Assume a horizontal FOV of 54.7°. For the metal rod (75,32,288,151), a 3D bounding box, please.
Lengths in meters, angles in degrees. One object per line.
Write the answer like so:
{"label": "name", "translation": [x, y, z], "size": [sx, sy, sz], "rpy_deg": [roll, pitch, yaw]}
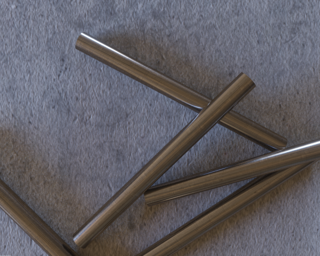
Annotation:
{"label": "metal rod", "translation": [0.028, -0.045, 0.410], "size": [0.301, 0.025, 0.025], "rpy_deg": [28, 90, -1]}

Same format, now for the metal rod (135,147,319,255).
{"label": "metal rod", "translation": [0.080, 0.112, 0.411], "size": [0.301, 0.025, 0.025], "rpy_deg": [-33, 90, -1]}

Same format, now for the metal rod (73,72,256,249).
{"label": "metal rod", "translation": [0.001, 0.045, 0.394], "size": [0.300, 0.025, 0.025], "rpy_deg": [-44, 91, 6]}

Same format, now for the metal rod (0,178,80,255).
{"label": "metal rod", "translation": [-0.183, 0.112, 0.407], "size": [0.300, 0.025, 0.025], "rpy_deg": [45, 90, -1]}

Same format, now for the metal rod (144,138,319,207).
{"label": "metal rod", "translation": [0.126, 0.048, 0.395], "size": [0.301, 0.025, 0.025], "rpy_deg": [-17, 90, 6]}
